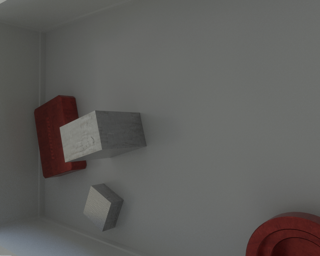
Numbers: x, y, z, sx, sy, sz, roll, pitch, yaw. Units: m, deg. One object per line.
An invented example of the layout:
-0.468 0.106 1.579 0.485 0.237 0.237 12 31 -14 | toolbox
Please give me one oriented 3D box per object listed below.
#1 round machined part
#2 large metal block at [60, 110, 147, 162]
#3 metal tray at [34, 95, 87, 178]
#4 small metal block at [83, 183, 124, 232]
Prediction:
0.134 0.126 0.285 0.098 0.042 0.097 0 90 39 | round machined part
-0.079 0.012 0.434 0.080 0.081 0.050 -20 78 38 | large metal block
-0.178 0.017 0.548 0.090 0.030 0.129 -20 78 38 | metal tray
-0.088 0.121 0.477 0.050 0.025 0.050 29 108 36 | small metal block
